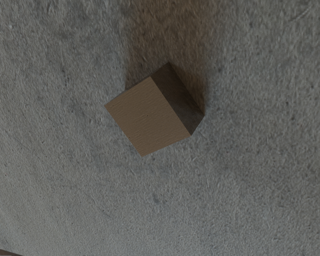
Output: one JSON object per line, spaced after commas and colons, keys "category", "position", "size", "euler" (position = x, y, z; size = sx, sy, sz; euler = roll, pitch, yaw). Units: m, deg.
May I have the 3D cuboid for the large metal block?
{"category": "large metal block", "position": [-0.006, -0.021, 0.380], "size": [0.080, 0.050, 0.080], "euler": [-26, 104, 37]}
